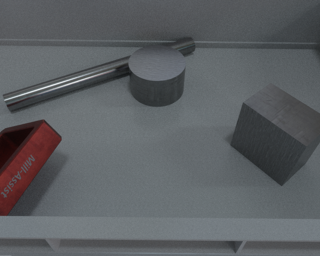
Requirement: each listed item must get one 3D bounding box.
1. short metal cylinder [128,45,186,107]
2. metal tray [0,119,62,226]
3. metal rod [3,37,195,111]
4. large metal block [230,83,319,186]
[{"bbox_3d":[-0.004,-0.077,0.453,0.081,0.050,0.080,0,50,0],"label":"short metal cylinder"},{"bbox_3d":[-0.173,0.052,0.327,0.090,0.030,0.130,-8,41,36],"label":"metal tray"},{"bbox_3d":[-0.080,-0.088,0.477,0.302,0.025,0.025,-22,54,-18],"label":"metal rod"},{"bbox_3d":[0.137,0.008,0.365,0.050,0.080,0.080,-33,58,-25],"label":"large metal block"}]
